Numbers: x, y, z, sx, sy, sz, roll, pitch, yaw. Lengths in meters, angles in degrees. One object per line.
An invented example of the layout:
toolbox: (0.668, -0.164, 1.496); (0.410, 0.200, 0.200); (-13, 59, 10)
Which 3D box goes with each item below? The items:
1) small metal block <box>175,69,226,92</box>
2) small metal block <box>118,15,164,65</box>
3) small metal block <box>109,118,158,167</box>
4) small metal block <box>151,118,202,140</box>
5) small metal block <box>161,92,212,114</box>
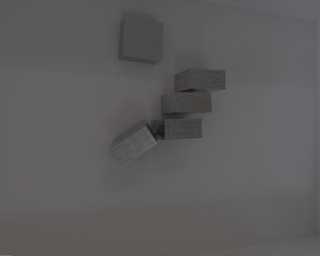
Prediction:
small metal block: (0.053, -0.062, 0.416); (0.050, 0.050, 0.025); (-1, 91, -20)
small metal block: (-0.025, -0.112, 0.401); (0.050, 0.025, 0.050); (4, 89, -20)
small metal block: (-0.032, 0.016, 0.378); (0.050, 0.050, 0.025); (-33, 102, 3)
small metal block: (0.021, 0.001, 0.405); (0.050, 0.050, 0.025); (-2, 91, -20)
small metal block: (0.034, -0.032, 0.409); (0.050, 0.050, 0.025); (-1, 91, -20)
